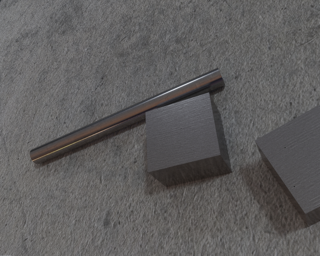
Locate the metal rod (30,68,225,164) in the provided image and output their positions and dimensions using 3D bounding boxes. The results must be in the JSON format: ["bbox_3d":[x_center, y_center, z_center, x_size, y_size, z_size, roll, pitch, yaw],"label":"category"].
[{"bbox_3d":[-0.055,-0.012,0.438,0.301,0.025,0.025,-22,54,14],"label":"metal rod"}]

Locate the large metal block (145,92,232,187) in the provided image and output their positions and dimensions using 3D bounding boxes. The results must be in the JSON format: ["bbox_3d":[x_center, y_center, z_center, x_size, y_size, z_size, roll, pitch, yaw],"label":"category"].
[{"bbox_3d":[0.032,0.015,0.361,0.080,0.050,0.080,-16,55,18],"label":"large metal block"}]

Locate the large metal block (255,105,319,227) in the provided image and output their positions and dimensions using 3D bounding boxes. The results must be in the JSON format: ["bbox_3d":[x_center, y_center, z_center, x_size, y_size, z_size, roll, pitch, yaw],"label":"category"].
[{"bbox_3d":[0.150,0.032,0.289,0.080,0.050,0.080,-31,52,8],"label":"large metal block"}]
